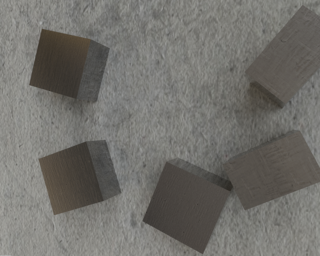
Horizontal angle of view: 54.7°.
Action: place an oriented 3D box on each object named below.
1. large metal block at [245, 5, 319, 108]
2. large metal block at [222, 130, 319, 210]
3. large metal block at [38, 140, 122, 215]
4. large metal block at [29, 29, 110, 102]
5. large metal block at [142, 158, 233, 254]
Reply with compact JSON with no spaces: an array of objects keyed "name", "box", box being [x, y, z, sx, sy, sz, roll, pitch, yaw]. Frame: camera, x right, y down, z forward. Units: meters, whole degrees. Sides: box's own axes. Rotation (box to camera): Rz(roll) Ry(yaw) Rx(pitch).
[{"name":"large metal block","box":[0.140,-0.069,0.330,0.050,0.080,0.080,43,103,14]},{"name":"large metal block","box":[0.122,0.042,0.337,0.080,0.080,0.050,-27,81,18]},{"name":"large metal block","box":[-0.111,0.068,0.433,0.080,0.050,0.080,-20,84,18]},{"name":"large metal block","box":[-0.127,-0.087,0.439,0.080,0.050,0.079,17,96,19]},{"name":"large metal block","box":[0.037,0.091,0.382,0.080,0.050,0.080,24,98,18]}]
